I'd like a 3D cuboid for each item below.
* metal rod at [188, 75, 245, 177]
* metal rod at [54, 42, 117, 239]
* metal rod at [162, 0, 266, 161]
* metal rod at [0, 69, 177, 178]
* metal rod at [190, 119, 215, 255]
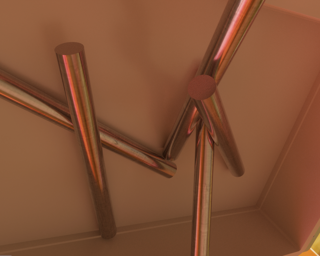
[{"bbox_3d":[0.084,0.018,0.399,0.025,0.025,0.300,-42,151,0],"label":"metal rod"},{"bbox_3d":[-0.078,0.043,0.367,0.025,0.025,0.298,-18,134,-19],"label":"metal rod"},{"bbox_3d":[0.044,-0.041,0.320,0.025,0.025,0.298,-14,153,-21],"label":"metal rod"},{"bbox_3d":[-0.085,0.000,0.363,0.301,0.025,0.025,32,100,-39],"label":"metal rod"},{"bbox_3d":[0.057,0.072,0.410,0.025,0.025,0.298,0,95,-29],"label":"metal rod"}]
